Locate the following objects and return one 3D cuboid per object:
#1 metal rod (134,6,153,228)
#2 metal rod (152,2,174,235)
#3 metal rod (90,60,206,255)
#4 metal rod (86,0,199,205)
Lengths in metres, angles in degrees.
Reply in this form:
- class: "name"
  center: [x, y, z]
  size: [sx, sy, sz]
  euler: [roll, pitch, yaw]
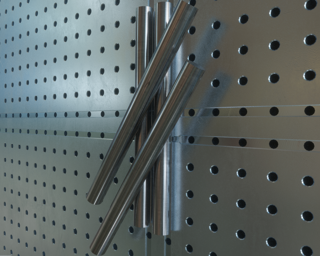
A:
- class: "metal rod"
  center: [-0.023, -0.015, 0.430]
  size: [0.025, 0.025, 0.298]
  euler: [1, 91, 40]
- class: "metal rod"
  center: [0.004, -0.012, 0.408]
  size: [0.025, 0.025, 0.298]
  euler: [1, 91, 40]
- class: "metal rod"
  center: [-0.025, 0.053, 0.399]
  size: [0.025, 0.025, 0.298]
  euler: [42, 115, 32]
- class: "metal rod"
  center: [-0.032, -0.018, 0.405]
  size: [0.025, 0.025, 0.298]
  euler: [42, 115, 32]
